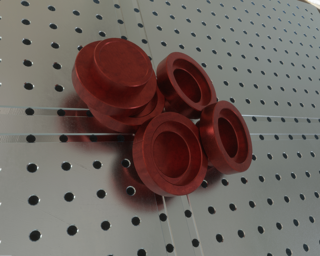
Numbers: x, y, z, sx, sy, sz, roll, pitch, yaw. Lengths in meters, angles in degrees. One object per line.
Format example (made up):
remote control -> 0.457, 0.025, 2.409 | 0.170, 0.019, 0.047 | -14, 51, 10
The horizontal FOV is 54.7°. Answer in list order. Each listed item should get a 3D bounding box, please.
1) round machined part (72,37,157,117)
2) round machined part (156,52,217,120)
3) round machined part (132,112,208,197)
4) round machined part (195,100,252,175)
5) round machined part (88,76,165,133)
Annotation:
round machined part -> -0.048, -0.065, 0.358 | 0.099, 0.042, 0.098 | 14, 56, -21
round machined part -> 0.032, -0.055, 0.438 | 0.098, 0.042, 0.098 | 27, 47, -32
round machined part -> 0.008, 0.033, 0.372 | 0.099, 0.042, 0.098 | 13, 68, -35
round machined part -> 0.082, 0.015, 0.419 | 0.098, 0.042, 0.098 | 24, 56, -42
round machined part -> -0.047, -0.036, 0.394 | 0.099, 0.042, 0.098 | 14, 56, -21
